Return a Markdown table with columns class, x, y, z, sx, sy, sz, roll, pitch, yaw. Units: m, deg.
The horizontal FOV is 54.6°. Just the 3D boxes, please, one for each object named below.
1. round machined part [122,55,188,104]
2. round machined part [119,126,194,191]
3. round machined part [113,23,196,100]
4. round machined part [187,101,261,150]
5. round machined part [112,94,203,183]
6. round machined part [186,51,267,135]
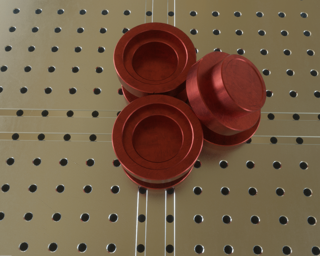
| class | x | y | z | sx | sy | sz | roll | pitch | yaw |
| --- | --- | --- | --- | --- | --- | --- | --- | --- | --- |
| round machined part | -0.004 | -0.064 | 0.427 | 0.099 | 0.042 | 0.098 | 0 | 70 | 0 |
| round machined part | -0.003 | 0.029 | 0.393 | 0.099 | 0.042 | 0.098 | 0 | 70 | 0 |
| round machined part | -0.006 | -0.078 | 0.386 | 0.099 | 0.042 | 0.098 | 0 | 70 | 0 |
| round machined part | 0.085 | -0.023 | 0.412 | 0.099 | 0.042 | 0.098 | 0 | 70 | 0 |
| round machined part | -0.003 | 0.014 | 0.352 | 0.099 | 0.042 | 0.098 | 0 | 70 | 0 |
| round machined part | 0.081 | -0.044 | 0.352 | 0.099 | 0.042 | 0.098 | 12 | 66 | -30 |
